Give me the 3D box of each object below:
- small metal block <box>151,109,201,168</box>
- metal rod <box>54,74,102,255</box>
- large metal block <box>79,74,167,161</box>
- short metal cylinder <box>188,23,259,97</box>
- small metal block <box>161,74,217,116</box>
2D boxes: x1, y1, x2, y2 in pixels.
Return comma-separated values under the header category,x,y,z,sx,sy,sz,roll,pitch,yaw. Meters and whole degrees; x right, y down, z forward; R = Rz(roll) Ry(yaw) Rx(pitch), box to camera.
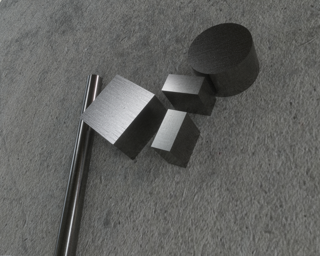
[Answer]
category,x,y,z,sx,sy,sz,roll,pitch,yaw
small metal block,0.021,0.013,0.368,0.025,0.050,0.050,12,68,33
metal rod,-0.110,0.049,0.429,0.025,0.025,0.299,-12,57,21
large metal block,-0.048,-0.016,0.421,0.080,0.050,0.080,33,80,38
short metal cylinder,0.082,-0.087,0.397,0.080,0.050,0.080,-13,56,20
small metal block,0.038,-0.042,0.393,0.050,0.050,0.025,11,68,32
